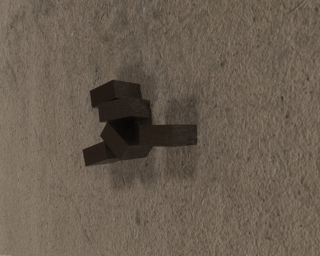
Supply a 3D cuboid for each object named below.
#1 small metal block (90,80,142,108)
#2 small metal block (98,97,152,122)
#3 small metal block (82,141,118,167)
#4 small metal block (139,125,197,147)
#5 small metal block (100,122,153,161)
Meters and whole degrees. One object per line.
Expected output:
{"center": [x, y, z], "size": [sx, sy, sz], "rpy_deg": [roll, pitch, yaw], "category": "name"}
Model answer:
{"center": [-0.062, -0.045, 0.437], "size": [0.050, 0.050, 0.025], "rpy_deg": [-17, 79, 39], "category": "small metal block"}
{"center": [-0.047, -0.023, 0.421], "size": [0.050, 0.050, 0.025], "rpy_deg": [-10, 84, 31], "category": "small metal block"}
{"center": [-0.074, 0.036, 0.448], "size": [0.050, 0.050, 0.025], "rpy_deg": [-21, 78, 38], "category": "small metal block"}
{"center": [0.010, 0.009, 0.378], "size": [0.050, 0.050, 0.025], "rpy_deg": [-1, 90, 39], "category": "small metal block"}
{"center": [-0.044, 0.016, 0.423], "size": [0.050, 0.050, 0.025], "rpy_deg": [45, 117, 29], "category": "small metal block"}
